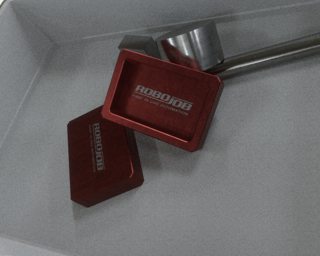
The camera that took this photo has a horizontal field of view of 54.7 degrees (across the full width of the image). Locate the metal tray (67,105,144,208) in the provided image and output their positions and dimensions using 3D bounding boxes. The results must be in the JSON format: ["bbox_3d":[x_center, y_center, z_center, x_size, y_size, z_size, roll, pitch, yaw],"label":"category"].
[{"bbox_3d":[-0.078,0.031,0.423,0.090,0.030,0.130,-25,53,12],"label":"metal tray"}]

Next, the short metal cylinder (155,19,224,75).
[{"bbox_3d":[0.039,-0.106,0.410,0.080,0.050,0.080,-18,22,8],"label":"short metal cylinder"}]

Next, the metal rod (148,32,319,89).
[{"bbox_3d":[0.122,-0.086,0.394,0.301,0.025,0.025,-12,57,21],"label":"metal rod"}]

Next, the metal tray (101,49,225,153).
[{"bbox_3d":[0.001,-0.035,0.377,0.130,0.030,0.089,21,97,18],"label":"metal tray"}]

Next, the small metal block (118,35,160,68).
[{"bbox_3d":[-0.027,-0.114,0.472,0.050,0.050,0.025,14,69,33],"label":"small metal block"}]
